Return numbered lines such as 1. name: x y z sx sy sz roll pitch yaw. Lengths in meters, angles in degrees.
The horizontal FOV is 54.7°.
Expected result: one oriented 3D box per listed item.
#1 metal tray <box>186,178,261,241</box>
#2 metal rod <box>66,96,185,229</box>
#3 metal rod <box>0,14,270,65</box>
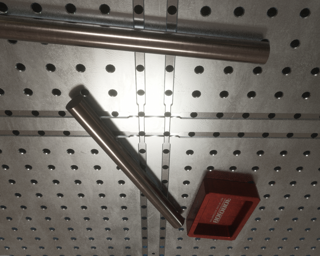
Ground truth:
1. metal tray: 0.104 0.144 0.532 0.091 0.030 0.129 8 130 -7
2. metal rod: -0.037 0.069 0.469 0.025 0.025 0.299 -22 127 17
3. metal rod: -0.034 -0.094 0.330 0.302 0.025 0.025 5 130 -5
